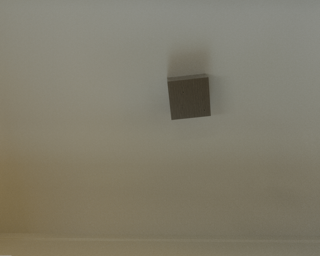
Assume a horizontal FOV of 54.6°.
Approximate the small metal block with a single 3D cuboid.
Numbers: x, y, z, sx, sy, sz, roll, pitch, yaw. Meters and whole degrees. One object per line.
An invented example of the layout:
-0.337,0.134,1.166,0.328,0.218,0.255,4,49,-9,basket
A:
0.037,-0.040,0.397,0.050,0.025,0.050,-6,110,2,small metal block
